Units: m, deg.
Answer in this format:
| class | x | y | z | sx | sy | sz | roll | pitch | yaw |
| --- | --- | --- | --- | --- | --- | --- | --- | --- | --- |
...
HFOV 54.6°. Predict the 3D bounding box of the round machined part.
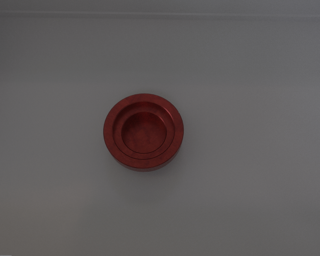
| class | x | y | z | sx | sy | sz | roll | pitch | yaw |
| --- | --- | --- | --- | --- | --- | --- | --- | --- | --- |
| round machined part | -0.020 | 0.008 | 0.398 | 0.099 | 0.042 | 0.098 | 0 | 70 | 0 |
